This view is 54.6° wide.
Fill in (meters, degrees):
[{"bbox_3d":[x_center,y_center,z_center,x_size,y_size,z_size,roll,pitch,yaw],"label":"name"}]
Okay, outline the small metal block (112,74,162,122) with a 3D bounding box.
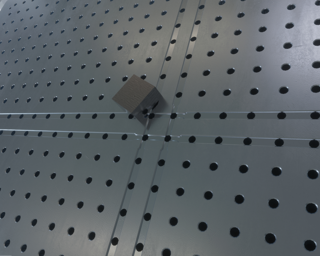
[{"bbox_3d":[-0.034,-0.045,0.455,0.050,0.025,0.050,-49,51,-7],"label":"small metal block"}]
